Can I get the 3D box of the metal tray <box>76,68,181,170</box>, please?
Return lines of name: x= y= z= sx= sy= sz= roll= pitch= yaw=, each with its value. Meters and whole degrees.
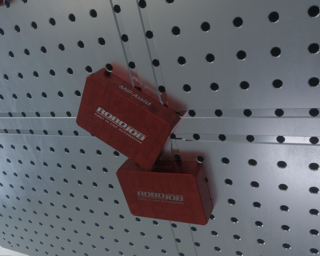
metal tray: x=-0.048 y=-0.011 z=0.427 sx=0.130 sy=0.030 sz=0.089 roll=32 pitch=129 yaw=7

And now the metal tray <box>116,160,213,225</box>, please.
metal tray: x=0.006 y=0.094 z=0.464 sx=0.130 sy=0.030 sz=0.090 roll=-1 pitch=118 yaw=29
